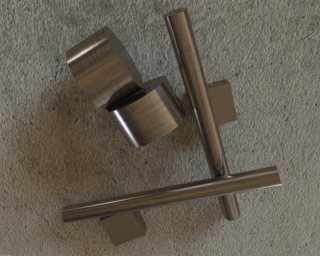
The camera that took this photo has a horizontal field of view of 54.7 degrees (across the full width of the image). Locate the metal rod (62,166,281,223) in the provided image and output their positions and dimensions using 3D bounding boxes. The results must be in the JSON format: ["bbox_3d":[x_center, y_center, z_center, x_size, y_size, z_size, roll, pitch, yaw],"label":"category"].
[{"bbox_3d":[0.004,0.093,0.417,0.301,0.025,0.025,-14,110,15],"label":"metal rod"}]

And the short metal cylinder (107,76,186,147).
[{"bbox_3d":[-0.016,-0.021,0.373,0.080,0.080,0.050,-27,108,9],"label":"short metal cylinder"}]

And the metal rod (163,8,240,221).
[{"bbox_3d":[0.061,0.005,0.385,0.025,0.025,0.299,-17,119,6],"label":"metal rod"}]

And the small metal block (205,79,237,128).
[{"bbox_3d":[0.068,-0.031,0.399,0.050,0.025,0.050,-14,110,5],"label":"small metal block"}]

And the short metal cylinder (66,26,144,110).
[{"bbox_3d":[-0.061,-0.067,0.355,0.050,0.080,0.080,-29,108,10],"label":"short metal cylinder"}]

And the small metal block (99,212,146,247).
[{"bbox_3d":[-0.054,0.141,0.461,0.050,0.025,0.050,-23,109,8],"label":"small metal block"}]
